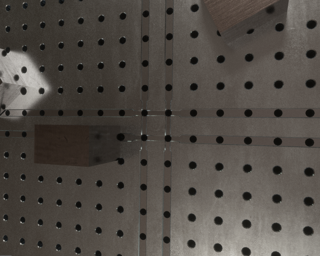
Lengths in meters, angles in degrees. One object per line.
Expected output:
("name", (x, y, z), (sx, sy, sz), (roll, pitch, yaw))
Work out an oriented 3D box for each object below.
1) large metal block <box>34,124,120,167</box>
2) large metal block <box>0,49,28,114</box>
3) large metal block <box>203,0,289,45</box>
("large metal block", (-0.109, 0.021, 0.421), (0.080, 0.080, 0.050), (1, 91, 19))
("large metal block", (-0.274, -0.074, 0.494), (0.080, 0.050, 0.080), (-39, 78, 15))
("large metal block", (0.094, -0.159, 0.366), (0.080, 0.050, 0.080), (-26, 82, 17))
